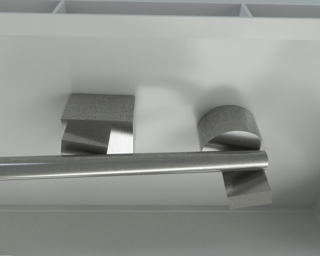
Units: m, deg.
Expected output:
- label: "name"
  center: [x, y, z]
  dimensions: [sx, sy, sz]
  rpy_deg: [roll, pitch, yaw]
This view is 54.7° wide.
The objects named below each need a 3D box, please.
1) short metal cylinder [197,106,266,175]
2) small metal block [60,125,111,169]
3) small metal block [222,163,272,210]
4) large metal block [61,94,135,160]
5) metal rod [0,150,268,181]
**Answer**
- label: "short metal cylinder"
  center: [0.091, 0.018, 0.407]
  dimensions: [0.081, 0.050, 0.079]
  rpy_deg: [0, 130, 0]
- label: "small metal block"
  center: [-0.088, 0.028, 0.363]
  dimensions: [0.050, 0.025, 0.050]
  rpy_deg: [10, 129, -9]
- label: "small metal block"
  center: [0.106, 0.069, 0.384]
  dimensions: [0.050, 0.050, 0.025]
  rpy_deg: [-11, 129, 9]
- label: "large metal block"
  center: [-0.073, 0.005, 0.392]
  dimensions: [0.081, 0.050, 0.079]
  rpy_deg: [2, 130, -2]
- label: "metal rod"
  center: [-0.024, 0.041, 0.349]
  dimensions: [0.302, 0.025, 0.025]
  rpy_deg: [-1, 131, -10]
